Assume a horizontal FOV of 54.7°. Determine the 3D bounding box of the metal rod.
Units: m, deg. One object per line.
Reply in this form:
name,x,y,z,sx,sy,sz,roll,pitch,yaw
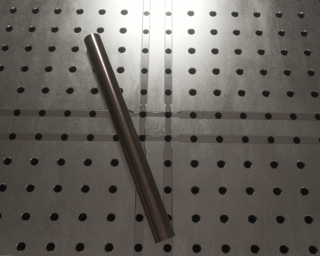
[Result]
metal rod,-0.047,0.000,0.411,0.025,0.025,0.299,-20,71,-7
